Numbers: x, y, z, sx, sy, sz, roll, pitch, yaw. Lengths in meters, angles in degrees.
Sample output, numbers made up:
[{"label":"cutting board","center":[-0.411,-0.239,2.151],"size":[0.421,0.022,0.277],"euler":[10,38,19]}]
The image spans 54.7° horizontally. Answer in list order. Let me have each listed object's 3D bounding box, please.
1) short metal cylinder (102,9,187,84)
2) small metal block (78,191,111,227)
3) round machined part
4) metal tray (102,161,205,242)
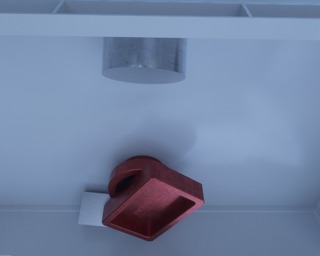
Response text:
[{"label":"short metal cylinder","center":[-0.015,-0.075,0.301],"size":[0.081,0.080,0.050],"euler":[2,88,-3]},{"label":"small metal block","center":[-0.101,0.130,0.499],"size":[0.050,0.050,0.025],"euler":[8,168,-7]},{"label":"round machined part","center":[-0.026,0.079,0.465],"size":[0.099,0.042,0.097],"euler":[-1,130,0]},{"label":"metal tray","center":[-0.012,0.110,0.443],"size":[0.090,0.030,0.129],"euler":[29,124,-23]}]
